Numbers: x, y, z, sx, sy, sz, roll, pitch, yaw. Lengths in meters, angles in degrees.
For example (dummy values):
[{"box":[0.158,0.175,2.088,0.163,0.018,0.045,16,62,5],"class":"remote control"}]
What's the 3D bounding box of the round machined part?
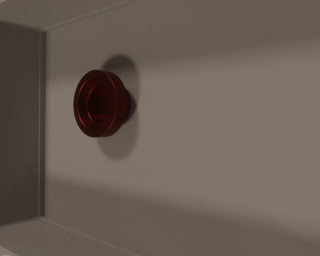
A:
[{"box":[-0.082,-0.035,0.461,0.098,0.042,0.097,0,90,39],"class":"round machined part"}]
